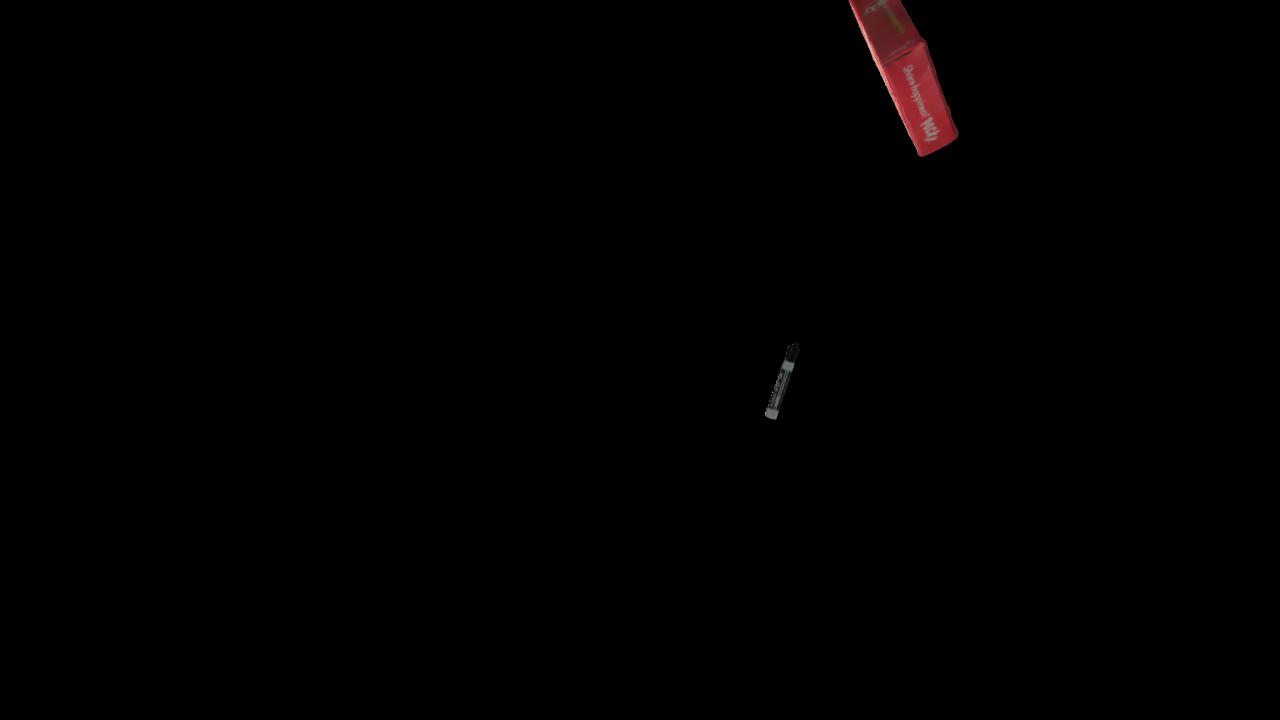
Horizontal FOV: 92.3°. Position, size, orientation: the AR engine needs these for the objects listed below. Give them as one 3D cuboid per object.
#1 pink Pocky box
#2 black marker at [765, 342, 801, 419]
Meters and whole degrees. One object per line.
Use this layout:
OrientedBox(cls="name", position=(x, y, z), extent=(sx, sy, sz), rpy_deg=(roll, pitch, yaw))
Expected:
OrientedBox(cls="pink Pocky box", position=(0.183, -0.226, 0.444), extent=(0.029, 0.155, 0.084), rpy_deg=(-24, -42, 28))
OrientedBox(cls="black marker", position=(0.215, 0.031, 0.924), extent=(0.020, 0.121, 0.020), rpy_deg=(14, 15, -4))
